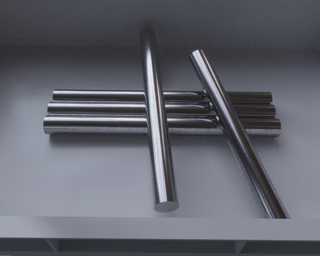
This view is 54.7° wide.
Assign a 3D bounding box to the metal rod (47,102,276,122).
[{"bbox_3d":[0.002,-0.021,0.421,0.302,0.025,0.025,1,50,0],"label":"metal rod"}]

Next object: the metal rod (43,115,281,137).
[{"bbox_3d":[0.003,-0.002,0.405,0.302,0.025,0.025,1,50,0],"label":"metal rod"}]

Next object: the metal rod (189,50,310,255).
[{"bbox_3d":[0.094,0.019,0.363,0.025,0.025,0.299,-12,58,-10],"label":"metal rod"}]

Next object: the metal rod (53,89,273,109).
[{"bbox_3d":[0.004,-0.040,0.437,0.302,0.025,0.025,1,50,0],"label":"metal rod"}]

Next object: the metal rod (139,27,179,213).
[{"bbox_3d":[-0.007,-0.036,0.401,0.025,0.025,0.300,-4,50,-4],"label":"metal rod"}]
